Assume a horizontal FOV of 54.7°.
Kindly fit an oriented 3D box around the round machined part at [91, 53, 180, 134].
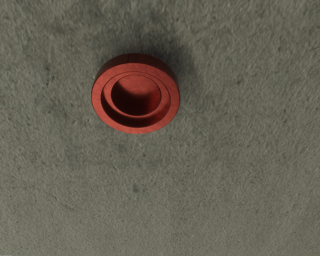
[{"bbox_3d":[-0.027,-0.043,0.359,0.099,0.042,0.097,-1,130,0],"label":"round machined part"}]
